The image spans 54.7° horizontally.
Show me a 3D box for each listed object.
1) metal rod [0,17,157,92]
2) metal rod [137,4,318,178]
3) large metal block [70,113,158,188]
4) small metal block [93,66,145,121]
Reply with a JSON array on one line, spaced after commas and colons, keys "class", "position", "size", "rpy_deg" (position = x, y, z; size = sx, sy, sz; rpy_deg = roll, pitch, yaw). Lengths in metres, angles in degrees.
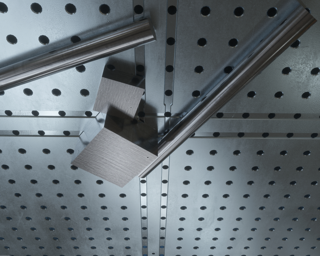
[{"class": "metal rod", "position": [-0.150, -0.065, 0.353], "size": [0.301, 0.025, 0.025], "rpy_deg": [-15, 129, 12]}, {"class": "metal rod", "position": [0.060, -0.026, 0.390], "size": [0.025, 0.025, 0.299], "rpy_deg": [30, 124, -23]}, {"class": "large metal block", "position": [-0.059, 0.025, 0.416], "size": [0.080, 0.050, 0.080], "rpy_deg": [31, 123, -24]}, {"class": "small metal block", "position": [-0.050, -0.041, 0.376], "size": [0.050, 0.025, 0.050], "rpy_deg": [15, 129, -13]}]
